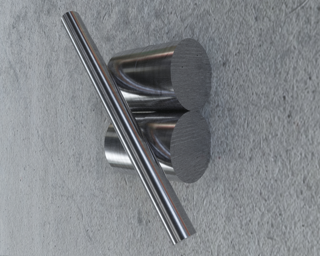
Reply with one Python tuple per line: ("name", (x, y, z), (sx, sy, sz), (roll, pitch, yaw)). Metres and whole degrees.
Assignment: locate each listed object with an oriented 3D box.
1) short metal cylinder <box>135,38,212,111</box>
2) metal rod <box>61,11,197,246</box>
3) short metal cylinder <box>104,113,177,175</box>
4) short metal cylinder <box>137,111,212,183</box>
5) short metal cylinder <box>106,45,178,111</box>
("short metal cylinder", (0.017, -0.059, 0.357), (0.050, 0.081, 0.079), (1, 91, 40))
("metal rod", (-0.046, -0.019, 0.340), (0.025, 0.025, 0.299), (-44, 64, 31))
("short metal cylinder", (-0.022, 0.021, 0.389), (0.050, 0.081, 0.079), (1, 91, 40))
("short metal cylinder", (0.017, 0.021, 0.357), (0.050, 0.081, 0.079), (1, 91, 40))
("short metal cylinder", (-0.021, -0.060, 0.389), (0.050, 0.081, 0.079), (1, 91, 40))
